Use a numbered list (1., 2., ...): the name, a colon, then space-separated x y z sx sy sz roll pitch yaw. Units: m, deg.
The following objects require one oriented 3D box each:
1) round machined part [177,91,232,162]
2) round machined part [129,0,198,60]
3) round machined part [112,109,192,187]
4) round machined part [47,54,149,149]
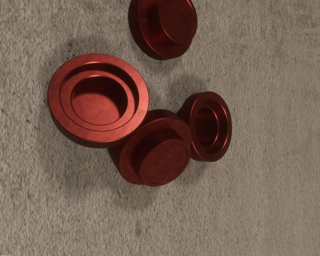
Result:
1. round machined part: 0.058 -0.001 0.441 0.099 0.042 0.097 3 86 -45
2. round machined part: 0.011 -0.141 0.405 0.099 0.042 0.097 0 90 -40
3. round machined part: -0.003 0.030 0.365 0.099 0.042 0.097 -19 131 -23
4. round machined part: -0.064 -0.025 0.323 0.099 0.042 0.098 5 68 -13
